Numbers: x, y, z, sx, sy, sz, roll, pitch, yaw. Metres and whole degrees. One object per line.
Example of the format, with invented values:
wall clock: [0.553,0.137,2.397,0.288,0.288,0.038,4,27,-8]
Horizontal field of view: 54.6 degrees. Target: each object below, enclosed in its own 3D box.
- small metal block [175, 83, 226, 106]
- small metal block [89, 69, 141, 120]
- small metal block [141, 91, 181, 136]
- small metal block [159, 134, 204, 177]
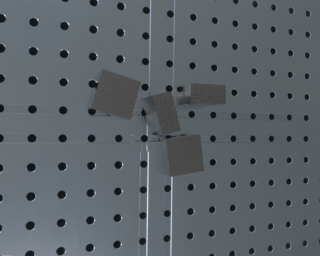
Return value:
small metal block: [0.054,-0.044,0.419,0.050,0.050,0.025,0,90,-20]
small metal block: [-0.057,-0.041,0.391,0.050,0.025,0.050,17,84,-19]
small metal block: [0.000,-0.018,0.399,0.025,0.050,0.050,-16,96,-19]
small metal block: [0.030,0.036,0.423,0.050,0.025,0.050,-7,93,-20]
